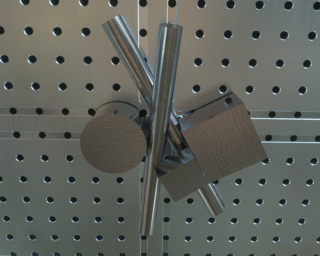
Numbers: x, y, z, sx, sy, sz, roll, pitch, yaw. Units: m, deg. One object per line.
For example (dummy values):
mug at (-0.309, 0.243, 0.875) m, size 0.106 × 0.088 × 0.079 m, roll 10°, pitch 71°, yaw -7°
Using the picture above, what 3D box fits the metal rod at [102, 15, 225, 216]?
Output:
metal rod at (0.013, -0.003, 0.408) m, size 0.025 × 0.025 × 0.299 m, roll -27°, pitch 109°, yaw 9°

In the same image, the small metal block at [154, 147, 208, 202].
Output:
small metal block at (0.028, 0.060, 0.398) m, size 0.050 × 0.025 × 0.050 m, roll -29°, pitch 123°, yaw 2°

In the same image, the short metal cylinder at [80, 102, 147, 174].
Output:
short metal cylinder at (-0.057, 0.012, 0.400) m, size 0.081 × 0.050 × 0.079 m, roll 0°, pitch 110°, yaw -1°

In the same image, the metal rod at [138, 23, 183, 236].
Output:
metal rod at (-0.004, 0.022, 0.397) m, size 0.025 × 0.025 × 0.298 m, roll 6°, pitch 118°, yaw -2°

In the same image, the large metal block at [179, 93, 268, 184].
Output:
large metal block at (0.080, 0.012, 0.401) m, size 0.080 × 0.050 × 0.080 m, roll -26°, pitch 108°, yaw 9°
